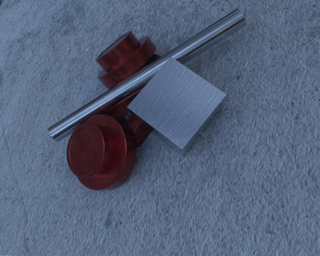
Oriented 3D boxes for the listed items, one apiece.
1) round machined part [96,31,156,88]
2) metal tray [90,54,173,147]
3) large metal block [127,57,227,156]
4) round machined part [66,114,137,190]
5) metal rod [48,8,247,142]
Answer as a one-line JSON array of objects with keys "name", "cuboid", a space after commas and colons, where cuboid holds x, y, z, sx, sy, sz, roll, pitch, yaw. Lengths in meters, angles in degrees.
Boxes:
[{"name": "round machined part", "cuboid": [-0.057, -0.107, 0.464, 0.098, 0.042, 0.098, -33, 23, 17]}, {"name": "metal tray", "cuboid": [-0.030, -0.046, 0.446, 0.090, 0.030, 0.130, 27, 76, 37]}, {"name": "large metal block", "cuboid": [0.021, -0.024, 0.375, 0.080, 0.050, 0.080, 37, 81, 14]}, {"name": "round machined part", "cuboid": [-0.081, 0.030, 0.396, 0.098, 0.042, 0.098, -6, 78, 34]}, {"name": "metal rod", "cuboid": [-0.022, -0.067, 0.421, 0.300, 0.025, 0.025, -31, 52, 8]}]
